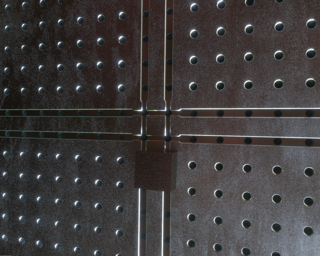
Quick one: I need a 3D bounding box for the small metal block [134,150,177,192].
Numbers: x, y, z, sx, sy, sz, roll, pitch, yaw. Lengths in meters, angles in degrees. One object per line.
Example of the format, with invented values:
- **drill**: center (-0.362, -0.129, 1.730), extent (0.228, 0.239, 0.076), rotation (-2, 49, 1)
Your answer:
- **small metal block**: center (-0.005, 0.056, 0.414), extent (0.050, 0.025, 0.050), rotation (3, 91, 19)
